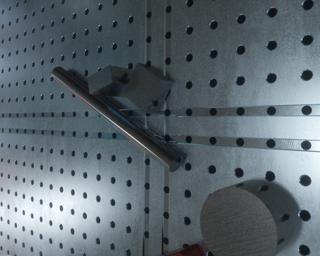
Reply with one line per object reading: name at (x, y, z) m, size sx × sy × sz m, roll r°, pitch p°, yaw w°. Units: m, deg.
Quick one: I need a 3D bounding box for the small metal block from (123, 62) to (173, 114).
small metal block at (-0.017, -0.054, 0.421) m, size 0.050 × 0.025 × 0.050 m, roll 40°, pitch 114°, yaw 32°

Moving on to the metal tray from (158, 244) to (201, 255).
metal tray at (0.008, 0.213, 0.397) m, size 0.130 × 0.030 × 0.090 m, roll -34°, pitch 69°, yaw 34°

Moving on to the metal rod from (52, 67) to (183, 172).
metal rod at (-0.081, -0.027, 0.473) m, size 0.300 × 0.025 × 0.025 m, roll 35°, pitch 112°, yaw 34°

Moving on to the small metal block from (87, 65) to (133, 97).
small metal block at (-0.068, -0.066, 0.447) m, size 0.050 × 0.050 × 0.025 m, roll -17°, pitch 79°, yaw 38°

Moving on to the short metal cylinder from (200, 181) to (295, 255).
short metal cylinder at (0.089, 0.097, 0.319) m, size 0.080 × 0.050 × 0.079 m, roll 0°, pitch 90°, yaw 39°
